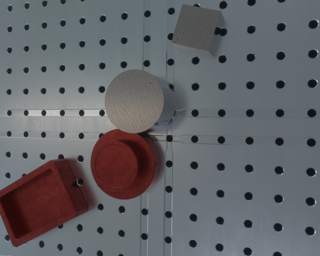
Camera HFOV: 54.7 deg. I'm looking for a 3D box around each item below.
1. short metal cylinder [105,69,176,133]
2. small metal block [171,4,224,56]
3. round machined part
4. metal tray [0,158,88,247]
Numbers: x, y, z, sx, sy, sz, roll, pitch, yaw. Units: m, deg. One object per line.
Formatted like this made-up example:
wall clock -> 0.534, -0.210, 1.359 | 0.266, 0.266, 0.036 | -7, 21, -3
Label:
short metal cylinder -> -0.025, -0.033, 0.408 | 0.080, 0.050, 0.079 | 0, 90, 20
small metal block -> 0.048, -0.125, 0.396 | 0.050, 0.025, 0.050 | 18, 96, 19
round machined part -> -0.053, 0.049, 0.422 | 0.098, 0.042, 0.097 | 0, 90, 20
metal tray -> -0.184, 0.114, 0.474 | 0.130, 0.030, 0.090 | -30, 81, 17
